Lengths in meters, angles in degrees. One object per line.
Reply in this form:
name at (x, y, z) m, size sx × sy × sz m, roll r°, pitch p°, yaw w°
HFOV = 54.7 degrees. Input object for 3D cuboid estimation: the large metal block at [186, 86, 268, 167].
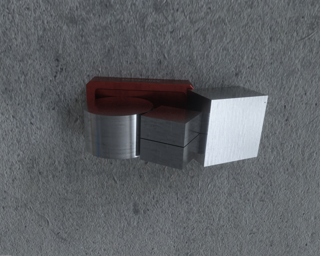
large metal block at (0.078, -0.005, 0.381) m, size 0.081 × 0.050 × 0.079 m, roll -7°, pitch 113°, yaw -26°

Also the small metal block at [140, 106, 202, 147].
small metal block at (0.013, -0.004, 0.341) m, size 0.050 × 0.050 × 0.025 m, roll 11°, pitch 111°, yaw 23°

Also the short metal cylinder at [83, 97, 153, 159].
short metal cylinder at (-0.048, -0.003, 0.366) m, size 0.081 × 0.080 × 0.050 m, roll 1°, pitch 110°, yaw -1°

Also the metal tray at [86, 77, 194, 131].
metal tray at (-0.025, -0.017, 0.401) m, size 0.131 × 0.030 × 0.089 m, roll 2°, pitch 110°, yaw -1°

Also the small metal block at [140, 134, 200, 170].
small metal block at (0.012, 0.021, 0.349) m, size 0.050 × 0.050 × 0.025 m, roll 11°, pitch 111°, yaw 23°
